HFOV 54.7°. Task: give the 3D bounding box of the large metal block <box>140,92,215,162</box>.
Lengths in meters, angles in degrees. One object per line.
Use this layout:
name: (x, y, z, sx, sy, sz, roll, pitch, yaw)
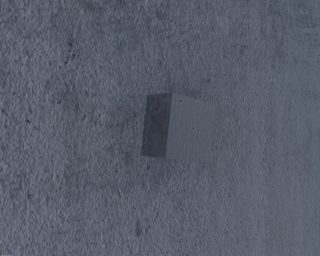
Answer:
large metal block: (0.025, 0.002, 0.413, 0.081, 0.050, 0.080, 10, 84, -40)
